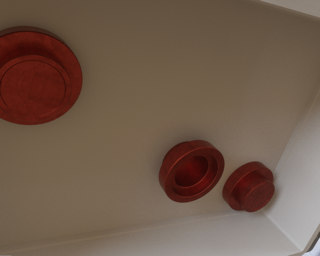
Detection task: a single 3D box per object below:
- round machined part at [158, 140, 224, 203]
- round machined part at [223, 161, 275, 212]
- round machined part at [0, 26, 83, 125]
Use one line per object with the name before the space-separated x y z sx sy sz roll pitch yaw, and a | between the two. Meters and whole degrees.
round machined part | 0.042 0.059 0.457 0.099 0.042 0.097 -14 124 -21
round machined part | 0.166 0.112 0.557 0.099 0.042 0.097 -14 124 -21
round machined part | -0.125 -0.045 0.302 0.099 0.042 0.097 -14 124 -21
